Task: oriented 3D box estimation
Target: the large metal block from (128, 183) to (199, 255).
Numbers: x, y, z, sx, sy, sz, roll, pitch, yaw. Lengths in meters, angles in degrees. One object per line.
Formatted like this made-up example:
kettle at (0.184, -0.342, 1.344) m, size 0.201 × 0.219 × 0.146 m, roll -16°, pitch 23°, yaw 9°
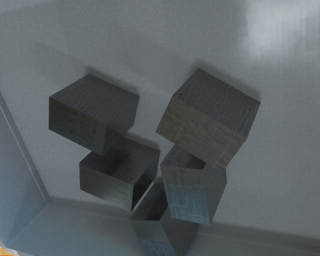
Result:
large metal block at (0.009, 0.137, 0.451) m, size 0.050 × 0.080 × 0.080 m, roll -10°, pitch 114°, yaw 32°

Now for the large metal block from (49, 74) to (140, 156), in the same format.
large metal block at (-0.084, -0.020, 0.403) m, size 0.080 × 0.080 × 0.050 m, roll 25°, pitch 127°, yaw 12°

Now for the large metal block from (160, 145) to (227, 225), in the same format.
large metal block at (0.046, 0.058, 0.384) m, size 0.050 × 0.080 × 0.079 m, roll 3°, pitch 120°, yaw 26°

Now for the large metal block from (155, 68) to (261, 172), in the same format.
large metal block at (0.054, -0.012, 0.336) m, size 0.080 × 0.080 × 0.050 m, roll 31°, pitch 128°, yaw 8°

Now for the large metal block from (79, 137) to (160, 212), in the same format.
large metal block at (-0.055, 0.059, 0.437) m, size 0.080 × 0.080 × 0.050 m, roll 20°, pitch 126°, yaw 16°
